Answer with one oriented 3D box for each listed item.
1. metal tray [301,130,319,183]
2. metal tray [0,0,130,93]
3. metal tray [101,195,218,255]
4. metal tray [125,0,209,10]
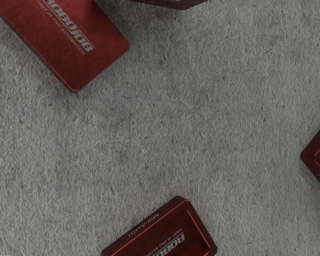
[{"bbox_3d":[0.304,0.061,0.518,0.090,0.030,0.130,-46,104,-14],"label":"metal tray"},{"bbox_3d":[-0.112,-0.117,0.365,0.090,0.030,0.130,-44,104,-15],"label":"metal tray"},{"bbox_3d":[0.002,0.163,0.406,0.131,0.030,0.090,-33,101,-17],"label":"metal tray"},{"bbox_3d":[-0.011,-0.173,0.367,0.131,0.090,0.030,2,100,-20],"label":"metal tray"}]
